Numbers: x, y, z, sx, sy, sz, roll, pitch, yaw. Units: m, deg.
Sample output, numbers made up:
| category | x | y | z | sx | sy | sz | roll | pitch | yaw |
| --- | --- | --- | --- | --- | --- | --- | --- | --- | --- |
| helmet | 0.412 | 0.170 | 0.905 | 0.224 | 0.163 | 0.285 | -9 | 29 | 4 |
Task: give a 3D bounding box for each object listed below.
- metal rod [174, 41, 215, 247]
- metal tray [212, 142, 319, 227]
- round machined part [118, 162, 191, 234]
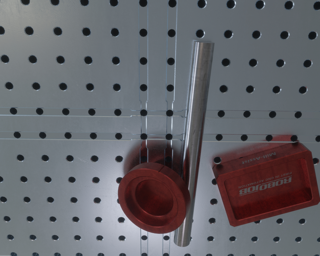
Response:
| category | x | y | z | sx | sy | sz | roll | pitch | yaw |
| --- | --- | --- | --- | --- | --- | --- | --- | --- | --- |
| metal rod | 0.044 | 0.035 | 0.426 | 0.025 | 0.025 | 0.298 | 4 | 110 | -2 |
| metal tray | 0.151 | 0.081 | 0.441 | 0.131 | 0.030 | 0.090 | -17 | 109 | 6 |
| round machined part | -0.005 | 0.091 | 0.426 | 0.098 | 0.042 | 0.097 | 7 | 111 | 20 |
